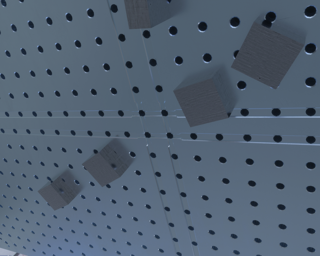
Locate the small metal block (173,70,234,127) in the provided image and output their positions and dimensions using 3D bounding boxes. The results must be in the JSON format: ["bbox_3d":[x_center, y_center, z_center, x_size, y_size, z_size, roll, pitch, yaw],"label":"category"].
[{"bbox_3d":[0.051,-0.033,0.363,0.050,0.025,0.050,-15,111,33],"label":"small metal block"}]

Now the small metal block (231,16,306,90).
[{"bbox_3d":[0.107,-0.075,0.308,0.050,0.025,0.050,29,128,9],"label":"small metal block"}]

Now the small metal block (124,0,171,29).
[{"bbox_3d":[-0.013,-0.133,0.318,0.025,0.050,0.050,5,121,25],"label":"small metal block"}]

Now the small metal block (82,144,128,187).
[{"bbox_3d":[-0.088,0.060,0.493,0.050,0.025,0.050,-33,100,38],"label":"small metal block"}]

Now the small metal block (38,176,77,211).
[{"bbox_3d":[-0.196,0.125,0.589,0.050,0.025,0.050,-29,103,37],"label":"small metal block"}]
